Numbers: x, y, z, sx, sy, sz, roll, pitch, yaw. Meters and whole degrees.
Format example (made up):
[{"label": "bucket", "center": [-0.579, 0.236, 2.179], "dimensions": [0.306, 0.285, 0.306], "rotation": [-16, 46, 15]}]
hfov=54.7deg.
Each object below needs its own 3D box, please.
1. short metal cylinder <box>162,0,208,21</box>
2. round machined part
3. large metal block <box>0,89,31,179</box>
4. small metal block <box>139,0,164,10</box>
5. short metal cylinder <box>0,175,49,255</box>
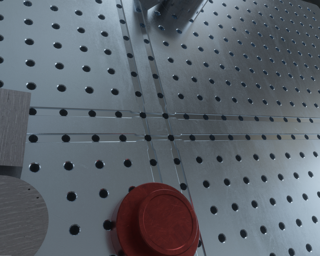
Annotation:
[{"label": "short metal cylinder", "center": [0.047, -0.245, 0.567], "dimensions": [0.081, 0.050, 0.080], "rotation": [14, 56, -21]}, {"label": "round machined part", "center": [0.001, 0.105, 0.334], "dimensions": [0.099, 0.042, 0.098], "rotation": [14, 56, -21]}, {"label": "large metal block", "center": [-0.172, 0.006, 0.295], "dimensions": [0.081, 0.050, 0.080], "rotation": [7, 59, -24]}, {"label": "small metal block", "center": [-0.009, -0.239, 0.529], "dimensions": [0.025, 0.050, 0.050], "rotation": [35, 43, -46]}, {"label": "short metal cylinder", "center": [-0.141, 0.087, 0.263], "dimensions": [0.081, 0.050, 0.080], "rotation": [14, 56, -21]}]
